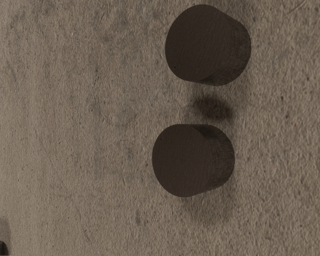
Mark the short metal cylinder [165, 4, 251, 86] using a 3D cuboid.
[{"bbox_3d":[0.053,-0.089,0.344,0.080,0.050,0.079,0,90,39],"label":"short metal cylinder"}]

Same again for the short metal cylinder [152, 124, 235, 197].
[{"bbox_3d":[0.038,0.035,0.356,0.080,0.050,0.079,0,90,39],"label":"short metal cylinder"}]

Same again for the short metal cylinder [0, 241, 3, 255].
[{"bbox_3d":[-0.393,0.288,0.688,0.080,0.081,0.050,-11,83,39],"label":"short metal cylinder"}]
